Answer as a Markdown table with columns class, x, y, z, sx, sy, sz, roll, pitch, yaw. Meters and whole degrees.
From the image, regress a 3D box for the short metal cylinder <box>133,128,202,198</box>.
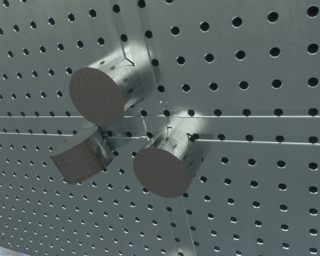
| class | x | y | z | sx | sy | sz | roll | pitch | yaw |
| --- | --- | --- | --- | --- | --- | --- | --- | --- | --- |
| short metal cylinder | 0.011 | 0.047 | 0.418 | 0.080 | 0.050 | 0.079 | 13 | 124 | 21 |

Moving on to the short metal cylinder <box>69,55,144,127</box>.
| class | x | y | z | sx | sy | sz | roll | pitch | yaw |
| --- | --- | --- | --- | --- | --- | --- | --- | --- | --- |
| short metal cylinder | -0.068 | -0.049 | 0.401 | 0.080 | 0.050 | 0.079 | 13 | 124 | 21 |

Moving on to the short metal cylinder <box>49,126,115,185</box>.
| class | x | y | z | sx | sy | sz | roll | pitch | yaw |
| --- | --- | --- | --- | --- | --- | --- | --- | --- | --- |
| short metal cylinder | -0.115 | 0.039 | 0.461 | 0.080 | 0.080 | 0.050 | -16 | 110 | 34 |
